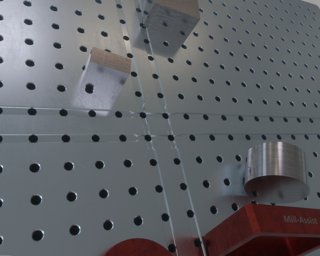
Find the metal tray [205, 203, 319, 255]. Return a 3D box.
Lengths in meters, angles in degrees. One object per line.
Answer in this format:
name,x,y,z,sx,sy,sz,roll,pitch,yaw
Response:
metal tray,0.131,0.124,0.358,0.131,0.089,0.030,10,48,-23

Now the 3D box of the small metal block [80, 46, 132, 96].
small metal block,-0.070,-0.071,0.398,0.050,0.050,0.025,15,56,-20

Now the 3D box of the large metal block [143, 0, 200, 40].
large metal block,0.018,-0.207,0.528,0.081,0.050,0.080,12,57,-22

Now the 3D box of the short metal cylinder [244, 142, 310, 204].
short metal cylinder,0.157,0.062,0.419,0.080,0.080,0.050,24,53,-14

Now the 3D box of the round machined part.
round machined part,-0.018,0.155,0.293,0.099,0.042,0.098,14,56,-21
